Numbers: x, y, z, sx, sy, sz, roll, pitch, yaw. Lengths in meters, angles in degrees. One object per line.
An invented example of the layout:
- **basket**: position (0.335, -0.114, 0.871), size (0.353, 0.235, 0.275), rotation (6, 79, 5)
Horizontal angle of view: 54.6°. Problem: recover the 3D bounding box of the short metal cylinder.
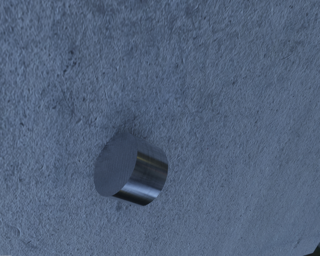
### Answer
- **short metal cylinder**: position (-0.037, 0.051, 0.382), size (0.050, 0.080, 0.080), rotation (29, 102, -38)
